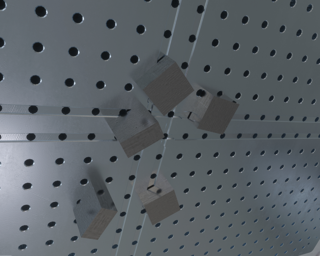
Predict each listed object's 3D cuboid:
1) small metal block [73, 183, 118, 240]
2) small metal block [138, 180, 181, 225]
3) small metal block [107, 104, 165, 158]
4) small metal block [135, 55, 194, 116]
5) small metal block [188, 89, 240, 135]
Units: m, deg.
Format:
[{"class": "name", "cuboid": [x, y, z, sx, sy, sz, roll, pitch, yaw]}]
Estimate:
[{"class": "small metal block", "cuboid": [-0.088, 0.111, 0.415, 0.025, 0.050, 0.050, 26, 104, -37]}, {"class": "small metal block", "cuboid": [-0.001, 0.116, 0.482, 0.050, 0.025, 0.050, -26, 128, -12]}, {"class": "small metal block", "cuboid": [-0.030, 0.002, 0.379, 0.050, 0.050, 0.025, -30, 128, -9]}, {"class": "small metal block", "cuboid": [0.006, -0.052, 0.382, 0.050, 0.025, 0.050, -41, 129, -1]}, {"class": "small metal block", "cuboid": [0.076, -0.022, 0.438, 0.050, 0.025, 0.050, 13, 112, -34]}]
